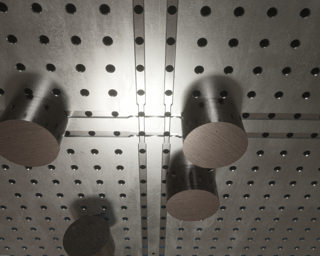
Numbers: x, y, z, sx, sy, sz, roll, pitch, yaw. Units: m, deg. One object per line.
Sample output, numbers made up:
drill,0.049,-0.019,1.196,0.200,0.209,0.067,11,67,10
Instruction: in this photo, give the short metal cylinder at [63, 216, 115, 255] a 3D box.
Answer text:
short metal cylinder,-0.124,0.204,0.547,0.080,0.080,0.050,-5,130,3

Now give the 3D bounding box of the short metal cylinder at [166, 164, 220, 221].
short metal cylinder,0.049,0.101,0.482,0.081,0.050,0.079,-1,130,0

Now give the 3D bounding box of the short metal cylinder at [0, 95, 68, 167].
short metal cylinder,-0.164,0.004,0.397,0.081,0.050,0.079,0,130,0

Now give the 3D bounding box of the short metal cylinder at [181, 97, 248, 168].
short metal cylinder,0.068,0.007,0.402,0.081,0.050,0.079,0,130,0
